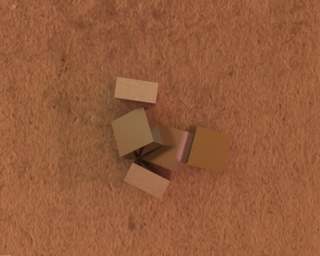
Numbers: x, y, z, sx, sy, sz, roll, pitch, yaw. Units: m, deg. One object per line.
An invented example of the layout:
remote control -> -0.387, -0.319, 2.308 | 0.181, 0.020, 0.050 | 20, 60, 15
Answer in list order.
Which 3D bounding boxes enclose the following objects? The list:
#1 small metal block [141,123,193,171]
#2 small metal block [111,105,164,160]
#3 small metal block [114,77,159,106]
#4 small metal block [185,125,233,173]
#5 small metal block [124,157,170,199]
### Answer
small metal block -> 0.009, 0.024, 0.398 | 0.050, 0.025, 0.050 | 16, 90, 37
small metal block -> -0.029, 0.007, 0.393 | 0.050, 0.025, 0.050 | -26, 66, 20
small metal block -> -0.029, -0.046, 0.397 | 0.050, 0.050, 0.025 | 8, 90, -1
small metal block -> 0.061, 0.027, 0.405 | 0.050, 0.025, 0.050 | 15, 90, -16
small metal block -> -0.015, 0.061, 0.396 | 0.050, 0.050, 0.025 | 27, 96, -1
